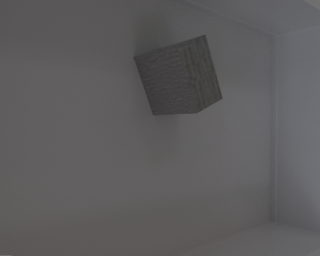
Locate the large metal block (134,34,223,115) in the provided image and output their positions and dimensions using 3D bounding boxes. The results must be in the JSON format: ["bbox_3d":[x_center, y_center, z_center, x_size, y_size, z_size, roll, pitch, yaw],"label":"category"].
[{"bbox_3d":[0.022,-0.063,0.388,0.050,0.080,0.080,-29,109,-36],"label":"large metal block"}]
